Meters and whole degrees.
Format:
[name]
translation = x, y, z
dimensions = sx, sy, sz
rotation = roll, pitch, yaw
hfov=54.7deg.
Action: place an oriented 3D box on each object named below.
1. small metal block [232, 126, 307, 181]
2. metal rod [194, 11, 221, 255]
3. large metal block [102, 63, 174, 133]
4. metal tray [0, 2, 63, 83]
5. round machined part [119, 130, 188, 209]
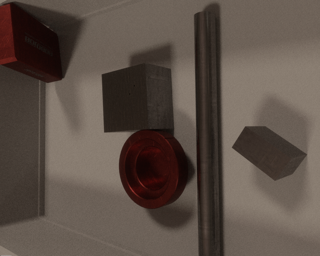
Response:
[small metal block]
translation = 0.107, 0.022, 0.301
dimensions = 0.050, 0.050, 0.025
rotation = 41, 115, 32
[metal rod]
translation = 0.055, 0.017, 0.359
dimensions = 0.025, 0.025, 0.298
rotation = -2, 89, 39
[large metal block]
translation = -0.030, -0.036, 0.413
dimensions = 0.080, 0.050, 0.080
rotation = -5, 87, 39
[metal tray]
translation = -0.211, -0.133, 0.510
dimensions = 0.030, 0.130, 0.090
rotation = -10, 83, 11
[round machined part]
translation = -0.004, 0.050, 0.397
dimensions = 0.098, 0.042, 0.097
rotation = 0, 90, 39
